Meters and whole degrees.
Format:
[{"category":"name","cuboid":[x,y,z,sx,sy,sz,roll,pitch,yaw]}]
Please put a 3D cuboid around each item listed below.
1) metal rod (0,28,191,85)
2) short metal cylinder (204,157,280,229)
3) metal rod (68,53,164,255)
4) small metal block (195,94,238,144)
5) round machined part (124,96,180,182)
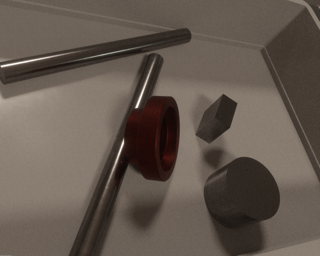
[{"category":"metal rod","cuboid":[-0.067,-0.109,0.437,0.302,0.025,0.025,-23,75,-37]},{"category":"short metal cylinder","cuboid":[0.104,0.083,0.397,0.081,0.050,0.080,14,56,-21]},{"category":"metal rod","cuboid":[-0.041,0.013,0.376,0.025,0.025,0.300,26,52,-13]},{"category":"small metal block","cuboid":[0.081,-0.013,0.443,0.025,0.050,0.050,33,51,-8]},{"category":"round machined part","cuboid":[-0.009,0.011,0.361,0.042,0.098,0.098,4,52,17]}]
